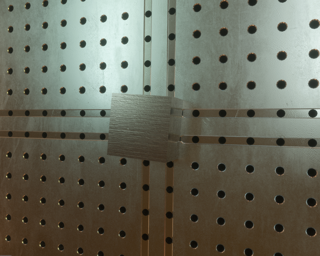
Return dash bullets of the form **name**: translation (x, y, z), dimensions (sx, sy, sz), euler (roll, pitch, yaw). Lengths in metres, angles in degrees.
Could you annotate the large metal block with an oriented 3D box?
- **large metal block**: translation (-0.018, -0.002, 0.406), dimensions (0.080, 0.050, 0.080), euler (6, 92, 20)
